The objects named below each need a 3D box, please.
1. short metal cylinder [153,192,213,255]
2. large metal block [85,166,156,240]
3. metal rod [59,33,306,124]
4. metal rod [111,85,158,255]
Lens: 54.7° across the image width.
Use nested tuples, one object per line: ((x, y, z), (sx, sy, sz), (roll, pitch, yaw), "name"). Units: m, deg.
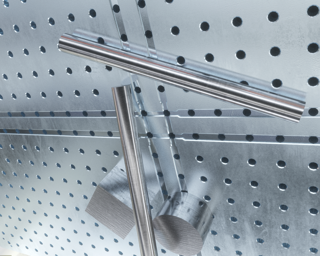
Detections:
((0.034, 0.144, 0.466), (0.080, 0.050, 0.079), (13, 124, 21), "short metal cylinder")
((-0.066, 0.122, 0.505), (0.080, 0.050, 0.079), (35, 129, 5), "large metal block")
((0.011, -0.064, 0.365), (0.301, 0.025, 0.025), (20, 126, 16), "metal rod")
((-0.030, 0.089, 0.436), (0.025, 0.025, 0.298), (-2, 104, 29), "metal rod")
